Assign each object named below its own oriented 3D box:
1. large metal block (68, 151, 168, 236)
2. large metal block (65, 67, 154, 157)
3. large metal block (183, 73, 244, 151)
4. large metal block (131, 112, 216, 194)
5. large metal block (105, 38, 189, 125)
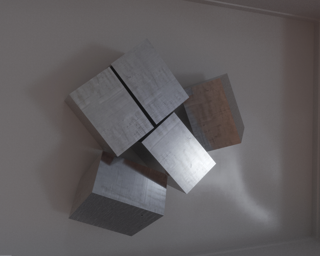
[{"bbox_3d":[-0.048,0.079,0.356,0.080,0.080,0.050,23,48,-19],"label":"large metal block"},{"bbox_3d":[-0.062,-0.017,0.358,0.050,0.080,0.080,-39,103,-16],"label":"large metal block"},{"bbox_3d":[0.071,-0.022,0.400,0.050,0.080,0.080,-17,98,21],"label":"large metal block"},{"bbox_3d":[0.009,0.028,0.384,0.050,0.080,0.080,-44,104,-15],"label":"large metal block"},{"bbox_3d":[-0.023,-0.051,0.372,0.050,0.080,0.080,-41,103,-16],"label":"large metal block"}]
